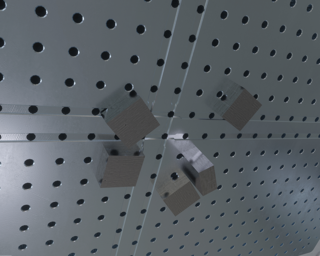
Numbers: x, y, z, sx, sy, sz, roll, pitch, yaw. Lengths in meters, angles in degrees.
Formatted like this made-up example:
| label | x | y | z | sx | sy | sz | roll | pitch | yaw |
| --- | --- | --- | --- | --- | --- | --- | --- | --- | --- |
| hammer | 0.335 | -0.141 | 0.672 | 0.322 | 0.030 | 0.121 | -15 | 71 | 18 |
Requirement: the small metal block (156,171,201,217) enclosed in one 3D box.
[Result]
| label | x | y | z | sx | sy | sz | roll | pitch | yaw |
| --- | --- | --- | --- | --- | --- | --- | --- | --- | --- |
| small metal block | 0.030 | 0.105 | 0.491 | 0.050 | 0.025 | 0.050 | -35 | 129 | -5 |

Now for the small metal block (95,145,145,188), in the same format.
| label | x | y | z | sx | sy | sz | roll | pitch | yaw |
| --- | --- | --- | --- | --- | --- | --- | --- | --- | --- |
| small metal block | -0.053 | 0.051 | 0.413 | 0.050 | 0.025 | 0.050 | 4 | 117 | -30 |

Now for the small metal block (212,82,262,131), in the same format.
| label | x | y | z | sx | sy | sz | roll | pitch | yaw |
| --- | --- | --- | --- | --- | --- | --- | --- | --- | --- |
| small metal block | 0.113 | -0.031 | 0.453 | 0.050 | 0.025 | 0.050 | 32 | 101 | -38 |

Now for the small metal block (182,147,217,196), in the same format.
| label | x | y | z | sx | sy | sz | roll | pitch | yaw |
| --- | --- | --- | --- | --- | --- | --- | --- | --- | --- |
| small metal block | 0.059 | 0.065 | 0.467 | 0.025 | 0.050 | 0.050 | -25 | 127 | -13 |

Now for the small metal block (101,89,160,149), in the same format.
| label | x | y | z | sx | sy | sz | roll | pitch | yaw |
| --- | --- | --- | --- | --- | --- | --- | --- | --- | --- |
| small metal block | -0.036 | -0.011 | 0.384 | 0.050 | 0.025 | 0.050 | -37 | 129 | -3 |
